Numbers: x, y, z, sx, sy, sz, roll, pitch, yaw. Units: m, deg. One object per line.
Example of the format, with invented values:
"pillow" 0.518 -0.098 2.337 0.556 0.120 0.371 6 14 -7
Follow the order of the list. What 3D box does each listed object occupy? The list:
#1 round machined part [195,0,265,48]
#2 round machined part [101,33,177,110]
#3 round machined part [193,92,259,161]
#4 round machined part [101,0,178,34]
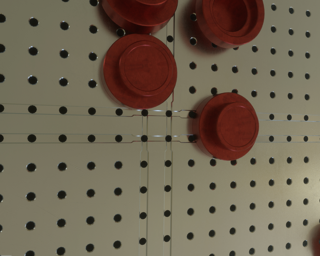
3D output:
"round machined part" 0.094 -0.161 0.438 0.099 0.042 0.097 0 90 -20
"round machined part" -0.023 -0.073 0.395 0.099 0.042 0.097 0 90 -20
"round machined part" 0.100 -0.002 0.440 0.099 0.042 0.097 0 90 -20
"round machined part" -0.022 -0.172 0.384 0.099 0.042 0.098 5 76 -19
